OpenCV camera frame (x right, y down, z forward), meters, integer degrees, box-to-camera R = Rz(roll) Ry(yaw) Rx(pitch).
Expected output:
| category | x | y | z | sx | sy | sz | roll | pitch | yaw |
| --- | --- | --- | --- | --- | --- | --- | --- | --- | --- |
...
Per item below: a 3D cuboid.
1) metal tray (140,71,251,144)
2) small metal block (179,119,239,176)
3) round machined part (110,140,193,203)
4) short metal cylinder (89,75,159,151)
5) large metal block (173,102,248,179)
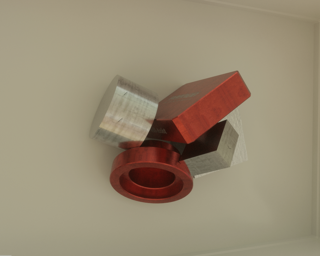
| category | x | y | z | sx | sy | sz | roll | pitch | yaw |
| --- | --- | --- | --- | --- | --- | --- | --- | --- | --- |
| metal tray | 0.032 | -0.023 | 0.366 | 0.090 | 0.130 | 0.030 | -37 | 103 | -17 |
| small metal block | 0.055 | 0.022 | 0.345 | 0.025 | 0.050 | 0.050 | 50 | 43 | -21 |
| round machined part | -0.009 | 0.051 | 0.378 | 0.099 | 0.097 | 0.042 | 22 | 47 | -19 |
| short metal cylinder | -0.043 | -0.016 | 0.364 | 0.050 | 0.080 | 0.080 | 24 | 82 | -19 |
| large metal block | 0.063 | 0.012 | 0.412 | 0.081 | 0.050 | 0.079 | -15 | 100 | -20 |
